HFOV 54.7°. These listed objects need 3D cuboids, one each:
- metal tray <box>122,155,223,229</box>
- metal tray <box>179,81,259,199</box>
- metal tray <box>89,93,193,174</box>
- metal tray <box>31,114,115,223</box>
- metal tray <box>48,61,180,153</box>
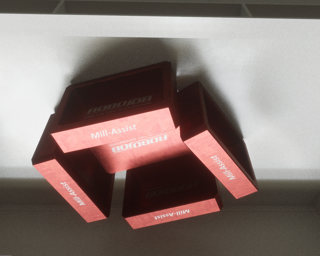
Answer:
[{"bbox_3d":[0.015,0.083,0.435,0.130,0.090,0.030,-16,128,12],"label":"metal tray"},{"bbox_3d":[0.071,0.016,0.379,0.030,0.090,0.130,-29,125,23],"label":"metal tray"},{"bbox_3d":[-0.028,0.008,0.409,0.130,0.030,0.090,-15,129,12],"label":"metal tray"},{"bbox_3d":[-0.104,0.050,0.405,0.030,0.090,0.130,-17,129,13],"label":"metal tray"},{"bbox_3d":[-0.047,-0.025,0.341,0.131,0.090,0.030,-12,129,9],"label":"metal tray"}]
